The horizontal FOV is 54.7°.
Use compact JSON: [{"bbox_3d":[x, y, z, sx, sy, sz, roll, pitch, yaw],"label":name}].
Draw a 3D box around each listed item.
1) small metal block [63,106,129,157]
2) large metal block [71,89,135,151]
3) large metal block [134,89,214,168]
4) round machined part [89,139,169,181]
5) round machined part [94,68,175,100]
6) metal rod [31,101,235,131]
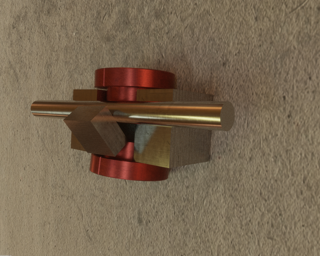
[{"bbox_3d":[-0.071,0.003,0.343,0.050,0.025,0.050,2,132,41],"label":"small metal block"},{"bbox_3d":[-0.073,-0.010,0.431,0.050,0.081,0.079,6,94,40],"label":"large metal block"},{"bbox_3d":[0.018,-0.001,0.356,0.050,0.081,0.079,5,93,40],"label":"large metal block"},{"bbox_3d":[-0.036,0.036,0.388,0.098,0.099,0.042,6,89,40],"label":"round machined part"},{"bbox_3d":[-0.031,-0.047,0.385,0.098,0.099,0.042,5,94,40],"label":"round machined part"},{"bbox_3d":[-0.059,-0.019,0.351,0.300,0.025,0.025,5,93,40],"label":"metal rod"}]
